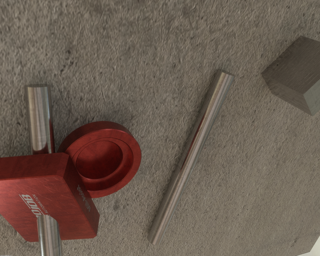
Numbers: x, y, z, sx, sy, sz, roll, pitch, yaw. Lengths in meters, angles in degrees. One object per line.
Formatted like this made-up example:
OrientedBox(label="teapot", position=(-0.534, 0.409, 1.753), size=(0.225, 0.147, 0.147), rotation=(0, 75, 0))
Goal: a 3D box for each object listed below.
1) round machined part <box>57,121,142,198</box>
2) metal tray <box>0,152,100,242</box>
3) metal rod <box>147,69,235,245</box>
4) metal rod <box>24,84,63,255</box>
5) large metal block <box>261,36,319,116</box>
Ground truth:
OrientedBox(label="round machined part", position=(-0.076, 0.034, 0.376), size=(0.099, 0.042, 0.097), rotation=(-14, 125, -21))
OrientedBox(label="metal tray", position=(-0.130, 0.083, 0.349), size=(0.091, 0.030, 0.129), rotation=(-5, 134, 5))
OrientedBox(label="metal rod", position=(0.039, 0.056, 0.465), size=(0.025, 0.025, 0.298), rotation=(7, 115, -32))
OrientedBox(label="metal rod", position=(-0.128, 0.100, 0.354), size=(0.025, 0.025, 0.298), rotation=(-6, 107, -26))
OrientedBox(label="large metal block", position=(0.209, -0.076, 0.441), size=(0.080, 0.080, 0.050), rotation=(-44, 130, 2))
